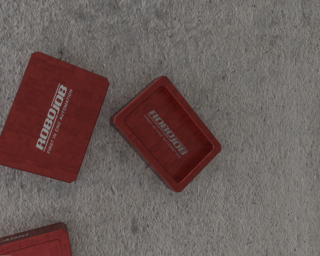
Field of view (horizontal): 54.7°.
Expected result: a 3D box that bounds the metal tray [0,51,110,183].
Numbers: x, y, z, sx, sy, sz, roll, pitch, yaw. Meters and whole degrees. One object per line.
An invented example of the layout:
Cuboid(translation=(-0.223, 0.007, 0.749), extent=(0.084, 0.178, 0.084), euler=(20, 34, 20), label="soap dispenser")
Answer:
Cuboid(translation=(-0.123, -0.011, 0.361), extent=(0.091, 0.030, 0.129), euler=(20, 83, -19), label="metal tray")

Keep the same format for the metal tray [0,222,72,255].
Cuboid(translation=(-0.164, 0.168, 0.345), extent=(0.131, 0.030, 0.089), euler=(-10, 94, -20), label="metal tray")

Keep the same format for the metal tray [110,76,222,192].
Cuboid(translation=(0.010, 0.009, 0.409), extent=(0.090, 0.030, 0.130), euler=(-44, 104, -15), label="metal tray")
